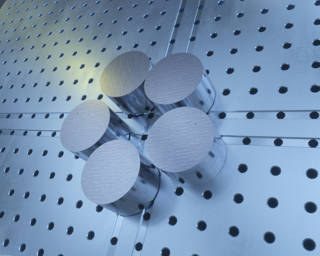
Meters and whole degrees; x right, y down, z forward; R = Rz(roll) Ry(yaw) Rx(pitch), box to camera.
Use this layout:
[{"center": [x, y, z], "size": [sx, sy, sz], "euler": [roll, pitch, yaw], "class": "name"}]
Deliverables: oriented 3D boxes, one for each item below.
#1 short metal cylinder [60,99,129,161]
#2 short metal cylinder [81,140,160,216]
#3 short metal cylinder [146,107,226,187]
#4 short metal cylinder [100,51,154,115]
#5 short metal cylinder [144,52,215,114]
[{"center": [-0.091, 0.007, 0.436], "size": [0.080, 0.050, 0.080], "euler": [-13, 57, 21], "class": "short metal cylinder"}, {"center": [-0.048, 0.061, 0.378], "size": [0.080, 0.050, 0.080], "euler": [-14, 55, 21], "class": "short metal cylinder"}, {"center": [0.031, 0.022, 0.361], "size": [0.080, 0.050, 0.080], "euler": [-13, 58, 21], "class": "short metal cylinder"}, {"center": [-0.040, -0.065, 0.452], "size": [0.080, 0.050, 0.080], "euler": [-13, 56, 21], "class": "short metal cylinder"}, {"center": [0.026, -0.052, 0.409], "size": [0.080, 0.050, 0.080], "euler": [-13, 56, 21], "class": "short metal cylinder"}]
